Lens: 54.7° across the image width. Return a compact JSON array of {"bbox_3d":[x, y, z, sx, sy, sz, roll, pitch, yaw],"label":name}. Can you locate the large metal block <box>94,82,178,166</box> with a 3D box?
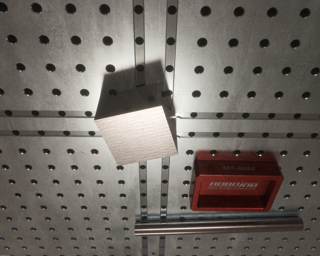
[{"bbox_3d":[-0.026,-0.004,0.392,0.080,0.050,0.080,-12,129,9],"label":"large metal block"}]

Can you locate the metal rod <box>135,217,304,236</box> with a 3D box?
[{"bbox_3d":[0.106,0.180,0.566,0.302,0.025,0.025,-2,130,1],"label":"metal rod"}]

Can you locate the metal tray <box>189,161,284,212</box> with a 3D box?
[{"bbox_3d":[0.116,0.094,0.489,0.131,0.030,0.089,1,130,-2],"label":"metal tray"}]
